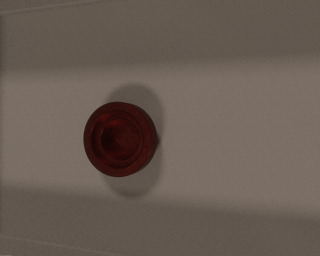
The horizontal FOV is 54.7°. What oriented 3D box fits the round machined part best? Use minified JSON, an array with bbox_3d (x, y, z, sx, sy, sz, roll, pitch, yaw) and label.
[{"bbox_3d":[-0.049,0.015,0.418,0.098,0.042,0.097,0,90,19],"label":"round machined part"}]
